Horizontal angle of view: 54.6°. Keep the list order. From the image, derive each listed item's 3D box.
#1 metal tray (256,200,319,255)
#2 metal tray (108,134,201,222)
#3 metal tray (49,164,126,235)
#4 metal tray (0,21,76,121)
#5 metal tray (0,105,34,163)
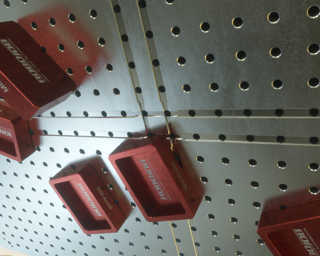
[{"bbox_3d":[0.199,0.160,0.401,0.090,0.030,0.130,-29,103,37],"label":"metal tray"},{"bbox_3d":[-0.008,0.079,0.461,0.090,0.030,0.130,-17,110,34],"label":"metal tray"},{"bbox_3d":[-0.131,0.132,0.558,0.090,0.030,0.130,-17,110,35],"label":"metal tray"},{"bbox_3d":[-0.189,-0.081,0.417,0.130,0.090,0.030,47,121,-5],"label":"metal tray"},{"bbox_3d":[-0.299,0.002,0.568,0.130,0.030,0.089,17,125,18],"label":"metal tray"}]
